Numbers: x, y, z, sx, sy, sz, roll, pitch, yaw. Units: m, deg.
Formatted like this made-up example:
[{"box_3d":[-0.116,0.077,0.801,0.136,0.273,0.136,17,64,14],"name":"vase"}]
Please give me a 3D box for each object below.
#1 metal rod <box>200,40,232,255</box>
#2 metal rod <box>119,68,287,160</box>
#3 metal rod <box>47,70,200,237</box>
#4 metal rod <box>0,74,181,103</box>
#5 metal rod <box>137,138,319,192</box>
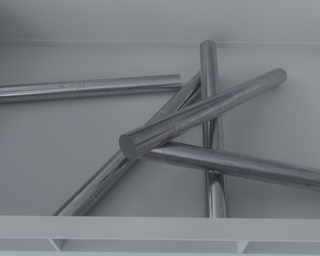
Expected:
[{"box_3d":[0.065,-0.001,0.386,0.025,0.025,0.300,2,56,2],"name":"metal rod"},{"box_3d":[0.076,-0.031,0.378,0.302,0.025,0.025,-25,53,-40],"name":"metal rod"},{"box_3d":[-0.017,0.010,0.396,0.025,0.025,0.301,30,56,22],"name":"metal rod"},{"box_3d":[-0.120,-0.056,0.451,0.302,0.025,0.025,-4,50,-4],"name":"metal rod"},{"box_3d":[0.122,0.047,0.334,0.302,0.025,0.025,11,50,-4],"name":"metal rod"}]
